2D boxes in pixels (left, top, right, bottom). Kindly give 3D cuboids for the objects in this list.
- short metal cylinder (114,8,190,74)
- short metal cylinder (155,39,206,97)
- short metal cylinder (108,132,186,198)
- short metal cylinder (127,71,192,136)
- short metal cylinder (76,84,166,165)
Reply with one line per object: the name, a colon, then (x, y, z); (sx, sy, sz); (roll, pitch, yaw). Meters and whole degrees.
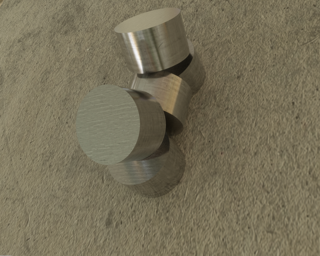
short metal cylinder: (-0.009, -0.107, 0.376); (0.080, 0.050, 0.080); (-13, 32, 9)
short metal cylinder: (0.018, -0.080, 0.430); (0.080, 0.050, 0.080); (-13, 56, 21)
short metal cylinder: (-0.015, 0.039, 0.374); (0.080, 0.050, 0.080); (-13, 56, 21)
short metal cylinder: (-0.004, -0.030, 0.391); (0.080, 0.080, 0.050); (2, 63, 29)
short metal cylinder: (-0.041, -0.003, 0.328); (0.080, 0.050, 0.080); (0, 89, 29)
